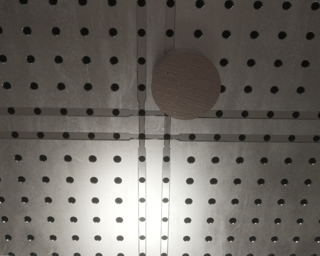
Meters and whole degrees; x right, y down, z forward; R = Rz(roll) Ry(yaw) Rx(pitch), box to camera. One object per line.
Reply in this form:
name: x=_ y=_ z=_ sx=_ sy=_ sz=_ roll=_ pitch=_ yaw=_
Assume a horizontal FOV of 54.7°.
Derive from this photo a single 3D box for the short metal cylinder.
short metal cylinder: x=0.030 y=-0.055 z=0.380 sx=0.081 sy=0.050 sz=0.079 roll=0 pitch=110 yaw=-1
